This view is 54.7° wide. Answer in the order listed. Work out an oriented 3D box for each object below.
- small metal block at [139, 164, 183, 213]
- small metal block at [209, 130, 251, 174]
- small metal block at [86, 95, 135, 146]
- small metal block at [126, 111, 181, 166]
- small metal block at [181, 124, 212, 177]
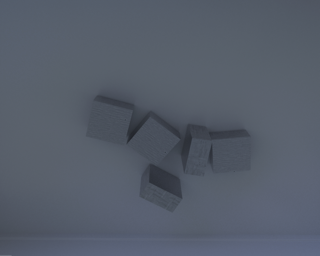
[{"bbox_3d":[0.001,0.082,0.426,0.050,0.050,0.025,29,108,-11],"label":"small metal block"},{"bbox_3d":[0.095,0.032,0.422,0.050,0.025,0.050,-5,110,1],"label":"small metal block"},{"bbox_3d":[-0.065,-0.010,0.404,0.050,0.025,0.050,14,109,-6],"label":"small metal block"},{"bbox_3d":[-0.009,0.014,0.414,0.050,0.025,0.050,37,106,-13],"label":"small metal block"},{"bbox_3d":[0.047,0.028,0.407,0.025,0.050,0.050,9,110,-4],"label":"small metal block"}]
